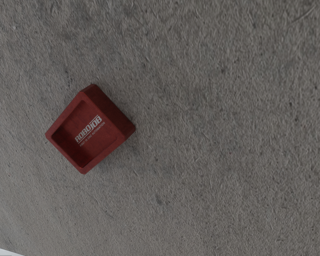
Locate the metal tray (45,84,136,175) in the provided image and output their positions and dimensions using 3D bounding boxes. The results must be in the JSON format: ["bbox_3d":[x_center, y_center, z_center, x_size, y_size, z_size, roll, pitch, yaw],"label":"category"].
[{"bbox_3d":[-0.108,0.006,0.464,0.090,0.030,0.129,47,129,-5],"label":"metal tray"}]
